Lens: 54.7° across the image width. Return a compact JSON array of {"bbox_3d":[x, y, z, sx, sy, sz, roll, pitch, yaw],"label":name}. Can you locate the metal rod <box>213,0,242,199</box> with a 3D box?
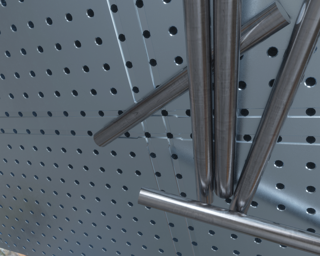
[{"bbox_3d":[0.070,-0.032,0.328,0.025,0.025,0.298,10,131,22],"label":"metal rod"}]

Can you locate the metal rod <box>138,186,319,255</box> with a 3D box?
[{"bbox_3d":[0.119,0.126,0.396,0.301,0.025,0.025,14,125,9],"label":"metal rod"}]

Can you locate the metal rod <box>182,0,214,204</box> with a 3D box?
[{"bbox_3d":[0.047,-0.018,0.348,0.025,0.025,0.298,10,131,22],"label":"metal rod"}]

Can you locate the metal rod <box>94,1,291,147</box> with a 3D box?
[{"bbox_3d":[0.012,-0.045,0.375,0.299,0.025,0.025,-31,101,37],"label":"metal rod"}]

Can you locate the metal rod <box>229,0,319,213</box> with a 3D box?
[{"bbox_3d":[0.124,-0.009,0.339,0.025,0.025,0.298,20,126,16],"label":"metal rod"}]
